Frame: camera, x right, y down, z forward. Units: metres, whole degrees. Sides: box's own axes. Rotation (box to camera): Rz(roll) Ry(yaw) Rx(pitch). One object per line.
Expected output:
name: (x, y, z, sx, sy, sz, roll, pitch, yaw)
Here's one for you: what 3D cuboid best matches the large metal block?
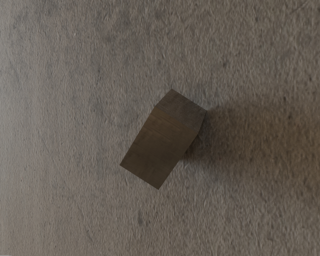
large metal block: (0.006, 0.009, 0.355, 0.050, 0.080, 0.080, 33, 114, 1)
